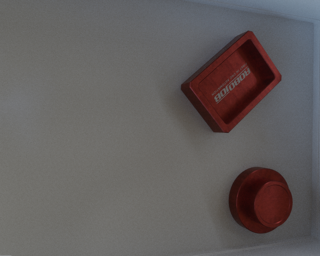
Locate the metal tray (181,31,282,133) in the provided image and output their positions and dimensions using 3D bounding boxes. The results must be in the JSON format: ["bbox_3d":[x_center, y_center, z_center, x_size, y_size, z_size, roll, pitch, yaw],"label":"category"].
[{"bbox_3d":[0.105,-0.066,0.448,0.130,0.030,0.090,-42,104,-15],"label":"metal tray"}]

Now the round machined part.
[{"bbox_3d":[0.156,0.109,0.461,0.099,0.042,0.097,0,90,-21],"label":"round machined part"}]
